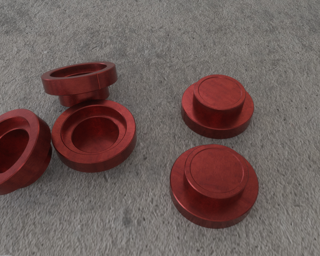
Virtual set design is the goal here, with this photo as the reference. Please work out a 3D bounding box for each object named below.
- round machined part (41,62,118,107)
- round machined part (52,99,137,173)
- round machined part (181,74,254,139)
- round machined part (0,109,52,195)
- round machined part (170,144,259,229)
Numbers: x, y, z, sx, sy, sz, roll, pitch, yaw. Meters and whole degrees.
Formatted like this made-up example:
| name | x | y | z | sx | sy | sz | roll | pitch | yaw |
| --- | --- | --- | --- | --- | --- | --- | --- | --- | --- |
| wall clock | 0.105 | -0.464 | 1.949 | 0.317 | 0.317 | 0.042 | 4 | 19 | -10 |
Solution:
| name | x | y | z | sx | sy | sz | roll | pitch | yaw |
| --- | --- | --- | --- | --- | --- | --- | --- | --- | --- |
| round machined part | -0.107 | -0.059 | 0.424 | 0.099 | 0.042 | 0.098 | -6 | 23 | 3 |
| round machined part | -0.078 | 0.014 | 0.380 | 0.099 | 0.042 | 0.098 | 0 | 50 | 0 |
| round machined part | 0.079 | -0.036 | 0.423 | 0.099 | 0.042 | 0.098 | 0 | 50 | 0 |
| round machined part | -0.164 | 0.030 | 0.351 | 0.098 | 0.042 | 0.098 | -12 | 55 | 18 |
| round machined part | 0.060 | 0.057 | 0.345 | 0.099 | 0.042 | 0.098 | 0 | 50 | 0 |
